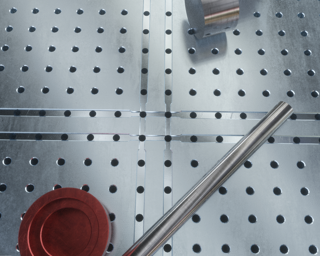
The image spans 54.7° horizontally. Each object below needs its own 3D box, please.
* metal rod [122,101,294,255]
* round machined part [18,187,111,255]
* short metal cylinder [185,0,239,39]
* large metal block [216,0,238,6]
[{"bbox_3d":[0.062,0.070,0.387,0.301,0.025,0.025,-41,76,-14],"label":"metal rod"},{"bbox_3d":[-0.105,0.121,0.357,0.099,0.042,0.098,0,70,-1],"label":"round machined part"},{"bbox_3d":[0.073,-0.175,0.447,0.050,0.080,0.080,-17,71,-6],"label":"short metal cylinder"},{"bbox_3d":[0.124,-0.245,0.474,0.080,0.080,0.050,-20,72,-8],"label":"large metal block"}]
